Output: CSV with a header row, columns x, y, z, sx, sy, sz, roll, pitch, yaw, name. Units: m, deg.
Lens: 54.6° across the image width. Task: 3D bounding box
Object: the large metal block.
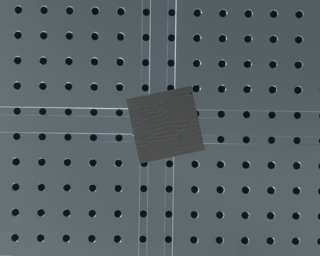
x,y,z,sx,sy,sz,roll,pitch,yaw,name
0.007,-0.004,0.400,0.080,0.050,0.080,-12,90,0,large metal block
